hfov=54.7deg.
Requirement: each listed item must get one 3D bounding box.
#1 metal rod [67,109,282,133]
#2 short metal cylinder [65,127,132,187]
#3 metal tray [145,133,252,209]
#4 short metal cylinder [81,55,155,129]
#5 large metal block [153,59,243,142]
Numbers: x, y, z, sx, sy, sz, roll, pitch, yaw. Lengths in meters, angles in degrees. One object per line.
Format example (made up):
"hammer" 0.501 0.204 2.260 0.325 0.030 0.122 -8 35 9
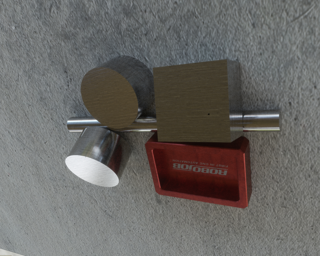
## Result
"metal rod" -0.002 -0.007 0.407 0.300 0.025 0.025 -1 118 28
"short metal cylinder" -0.088 0.043 0.449 0.080 0.050 0.080 14 144 11
"metal tray" 0.051 0.053 0.410 0.130 0.030 0.089 3 120 26
"short metal cylinder" -0.051 -0.046 0.391 0.080 0.050 0.079 13 123 21
"large metal block" 0.042 -0.028 0.336 0.080 0.050 0.079 -1 97 28
